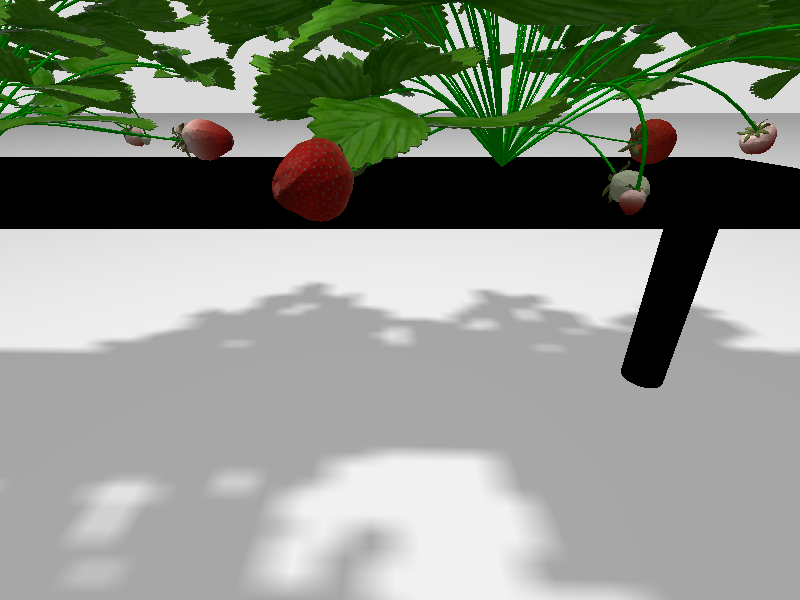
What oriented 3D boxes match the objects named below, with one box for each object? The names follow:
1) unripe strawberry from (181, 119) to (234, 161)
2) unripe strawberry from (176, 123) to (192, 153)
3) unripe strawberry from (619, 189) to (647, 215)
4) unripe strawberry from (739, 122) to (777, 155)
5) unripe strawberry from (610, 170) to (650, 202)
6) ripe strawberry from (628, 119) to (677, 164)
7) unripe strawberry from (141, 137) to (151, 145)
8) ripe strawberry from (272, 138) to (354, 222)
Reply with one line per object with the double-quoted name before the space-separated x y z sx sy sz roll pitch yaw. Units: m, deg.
"unripe strawberry" -0.167 -0.140 0.351 0.040 0.034 0.039 -3 27 -7
"unripe strawberry" -0.211 -0.164 0.407 0.027 0.029 0.025 -14 30 -27
"unripe strawberry" 0.109 -0.046 0.187 0.012 0.012 0.010 -4 27 -7
"unripe strawberry" 0.349 -0.155 0.389 0.028 0.029 0.026 34 13 -27
"unripe strawberry" 0.118 -0.057 0.205 0.019 0.016 0.019 -6 35 -12
"ripe strawberry" 0.226 -0.140 0.354 0.038 0.037 0.035 -5 27 -11
"unripe strawberry" -0.304 -0.191 0.479 0.011 0.011 0.010 9 28 18
"ripe strawberry" -0.040 -0.051 0.176 0.034 0.036 0.037 18 32 32
